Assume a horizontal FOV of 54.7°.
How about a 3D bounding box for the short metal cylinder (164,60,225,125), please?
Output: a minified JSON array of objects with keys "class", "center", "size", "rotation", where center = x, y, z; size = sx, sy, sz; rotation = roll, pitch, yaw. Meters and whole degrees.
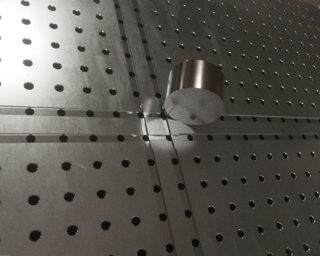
[{"class":"short metal cylinder","center":[0.049,-0.048,0.430],"size":[0.080,0.080,0.050],"rotation":[21,54,-17]}]
